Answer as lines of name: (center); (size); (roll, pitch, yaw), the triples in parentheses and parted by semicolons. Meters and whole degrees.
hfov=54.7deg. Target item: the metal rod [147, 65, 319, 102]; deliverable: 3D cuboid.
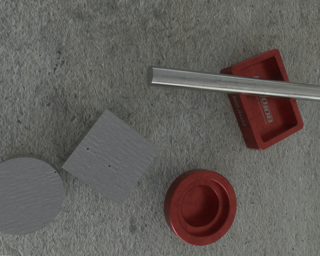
metal rod: (0.129, -0.057, 0.425); (0.303, 0.025, 0.025); (2, 89, -20)

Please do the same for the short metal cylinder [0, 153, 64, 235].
short metal cylinder: (-0.149, 0.070, 0.341); (0.081, 0.050, 0.079); (0, 90, -21)

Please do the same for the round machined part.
round machined part: (0.051, 0.103, 0.420); (0.099, 0.042, 0.097); (0, 90, -21)

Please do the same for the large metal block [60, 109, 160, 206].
large metal block: (-0.061, 0.034, 0.374); (0.080, 0.050, 0.080); (38, 78, -16)

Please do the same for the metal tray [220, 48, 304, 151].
metal tray: (0.154, -0.042, 0.465); (0.091, 0.030, 0.129); (-25, 99, -19)
